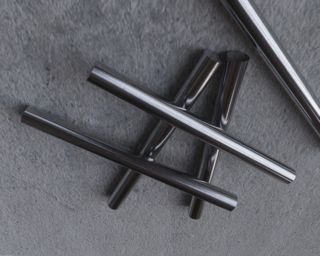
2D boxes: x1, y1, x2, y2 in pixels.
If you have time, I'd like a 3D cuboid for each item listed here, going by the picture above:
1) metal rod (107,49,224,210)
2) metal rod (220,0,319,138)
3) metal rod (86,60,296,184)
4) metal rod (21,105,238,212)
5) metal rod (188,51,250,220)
[{"bbox_3d":[-0.008,0.023,0.426,0.025,0.025,0.298,21,127,-17],"label":"metal rod"},{"bbox_3d":[0.161,-0.050,0.367,0.025,0.025,0.300,-34,123,25],"label":"metal rod"},{"bbox_3d":[0.054,0.003,0.376,0.301,0.025,0.025,27,125,-22],"label":"metal rod"},{"bbox_3d":[-0.033,0.044,0.413,0.301,0.025,0.025,24,126,-9],"label":"metal rod"},{"bbox_3d":[0.073,0.034,0.437,0.025,0.025,0.298,4,130,-4],"label":"metal rod"}]
